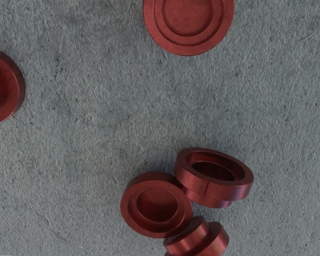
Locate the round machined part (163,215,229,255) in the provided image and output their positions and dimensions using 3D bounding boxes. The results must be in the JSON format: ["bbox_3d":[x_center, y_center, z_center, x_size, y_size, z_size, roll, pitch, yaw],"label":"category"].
[{"bbox_3d":[0.044,0.160,0.434,0.098,0.098,0.042,-33,88,11],"label":"round machined part"}]

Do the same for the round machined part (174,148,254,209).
[{"bbox_3d":[0.065,0.065,0.395,0.099,0.098,0.042,12,110,-4],"label":"round machined part"}]

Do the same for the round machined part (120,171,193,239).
[{"bbox_3d":[-0.003,0.103,0.434,0.099,0.042,0.097,2,113,5],"label":"round machined part"}]

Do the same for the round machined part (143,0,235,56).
[{"bbox_3d":[0.031,-0.134,0.352,0.099,0.042,0.097,0,110,0],"label":"round machined part"}]

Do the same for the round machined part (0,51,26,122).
[{"bbox_3d":[-0.223,-0.049,0.380,0.099,0.042,0.097,0,110,0],"label":"round machined part"}]
